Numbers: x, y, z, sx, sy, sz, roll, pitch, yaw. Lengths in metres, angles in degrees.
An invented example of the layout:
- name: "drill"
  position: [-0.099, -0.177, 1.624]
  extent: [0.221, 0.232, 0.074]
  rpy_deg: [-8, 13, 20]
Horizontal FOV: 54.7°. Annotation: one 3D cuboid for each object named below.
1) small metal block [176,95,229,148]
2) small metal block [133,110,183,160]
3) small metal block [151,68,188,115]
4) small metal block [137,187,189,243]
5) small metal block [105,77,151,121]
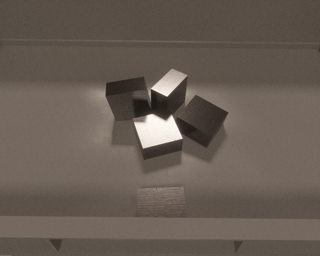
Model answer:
- name: "small metal block"
  position: [0.054, -0.010, 0.409]
  extent: [0.050, 0.025, 0.050]
  rpy_deg: [31, 54, 14]
- name: "small metal block"
  position: [-0.004, 0.008, 0.398]
  extent: [0.050, 0.025, 0.050]
  rpy_deg: [-13, 51, -11]
- name: "small metal block"
  position: [0.013, -0.045, 0.427]
  extent: [0.025, 0.050, 0.050]
  rpy_deg: [28, 55, 21]
- name: "small metal block"
  position: [0.002, 0.092, 0.328]
  extent: [0.050, 0.025, 0.050]
  rpy_deg: [-2, 50, -2]
- name: "small metal block"
  position: [-0.041, -0.038, 0.416]
  extent: [0.050, 0.050, 0.025]
  rpy_deg: [-9, 50, 5]
